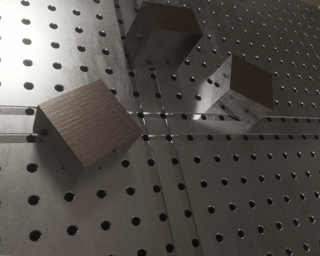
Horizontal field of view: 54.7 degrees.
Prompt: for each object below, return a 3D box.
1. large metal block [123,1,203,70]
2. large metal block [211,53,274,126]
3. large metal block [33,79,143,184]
[{"bbox_3d":[0.002,-0.132,0.456,0.081,0.080,0.050,-4,64,-30],"label":"large metal block"},{"bbox_3d":[0.134,-0.062,0.505,0.080,0.050,0.080,23,53,-14],"label":"large metal block"},{"bbox_3d":[-0.081,0.002,0.348,0.081,0.050,0.080,-33,80,-38],"label":"large metal block"}]
